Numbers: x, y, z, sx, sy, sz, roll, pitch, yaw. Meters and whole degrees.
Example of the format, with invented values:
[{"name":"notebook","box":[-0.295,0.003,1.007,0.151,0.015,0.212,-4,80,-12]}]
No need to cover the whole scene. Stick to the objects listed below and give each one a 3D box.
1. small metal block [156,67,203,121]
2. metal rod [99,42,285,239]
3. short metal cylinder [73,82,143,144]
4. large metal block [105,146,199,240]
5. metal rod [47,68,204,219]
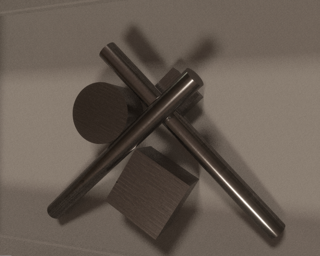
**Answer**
[{"name":"small metal block","box":[0.019,-0.042,0.403,0.050,0.025,0.050,-44,77,14]},{"name":"metal rod","box":[0.035,0.011,0.375,0.025,0.025,0.300,-44,85,14]},{"name":"short metal cylinder","box":[-0.069,-0.019,0.421,0.080,0.050,0.079,0,90,19]},{"name":"large metal block","box":[-0.009,0.080,0.400,0.080,0.050,0.080,34,101,16]},{"name":"metal rod","box":[-0.060,0.035,0.395,0.299,0.025,0.025,-43,77,28]}]
